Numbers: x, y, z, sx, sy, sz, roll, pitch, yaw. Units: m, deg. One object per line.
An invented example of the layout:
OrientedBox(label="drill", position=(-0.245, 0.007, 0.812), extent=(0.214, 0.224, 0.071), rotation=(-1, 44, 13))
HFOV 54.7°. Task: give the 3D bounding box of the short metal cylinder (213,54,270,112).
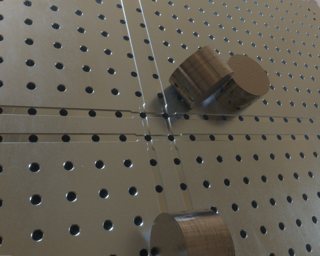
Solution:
OrientedBox(label="short metal cylinder", position=(0.130, -0.073, 0.506), extent=(0.081, 0.050, 0.080), rotation=(14, 56, -21))

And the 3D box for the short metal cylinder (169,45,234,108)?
OrientedBox(label="short metal cylinder", position=(0.060, -0.073, 0.449), extent=(0.081, 0.080, 0.050), rotation=(-33, 80, -38))

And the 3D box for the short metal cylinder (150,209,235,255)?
OrientedBox(label="short metal cylinder", position=(0.030, 0.124, 0.313), extent=(0.050, 0.080, 0.080), rotation=(3, 61, -27))
